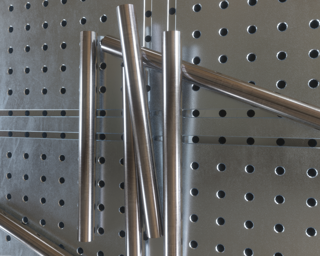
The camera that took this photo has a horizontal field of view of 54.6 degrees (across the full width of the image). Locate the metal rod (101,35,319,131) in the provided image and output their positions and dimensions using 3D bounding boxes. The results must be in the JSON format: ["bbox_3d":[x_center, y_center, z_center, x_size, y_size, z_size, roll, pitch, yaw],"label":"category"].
[{"bbox_3d":[0.056,-0.064,0.393,0.300,0.025,0.025,23,98,18],"label":"metal rod"}]

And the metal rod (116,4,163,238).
[{"bbox_3d":[-0.024,-0.006,0.404,0.025,0.025,0.298,-6,94,20],"label":"metal rod"}]

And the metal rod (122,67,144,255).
[{"bbox_3d":[-0.037,0.067,0.426,0.025,0.025,0.298,-2,89,20],"label":"metal rod"}]

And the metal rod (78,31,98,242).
[{"bbox_3d":[-0.105,0.012,0.450,0.025,0.025,0.298,1,90,20],"label":"metal rod"}]

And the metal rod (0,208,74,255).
[{"bbox_3d":[-0.159,0.192,0.469,0.300,0.025,0.025,24,98,18],"label":"metal rod"}]

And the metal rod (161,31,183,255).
[{"bbox_3d":[0.016,0.033,0.391,0.025,0.025,0.298,2,96,20],"label":"metal rod"}]
